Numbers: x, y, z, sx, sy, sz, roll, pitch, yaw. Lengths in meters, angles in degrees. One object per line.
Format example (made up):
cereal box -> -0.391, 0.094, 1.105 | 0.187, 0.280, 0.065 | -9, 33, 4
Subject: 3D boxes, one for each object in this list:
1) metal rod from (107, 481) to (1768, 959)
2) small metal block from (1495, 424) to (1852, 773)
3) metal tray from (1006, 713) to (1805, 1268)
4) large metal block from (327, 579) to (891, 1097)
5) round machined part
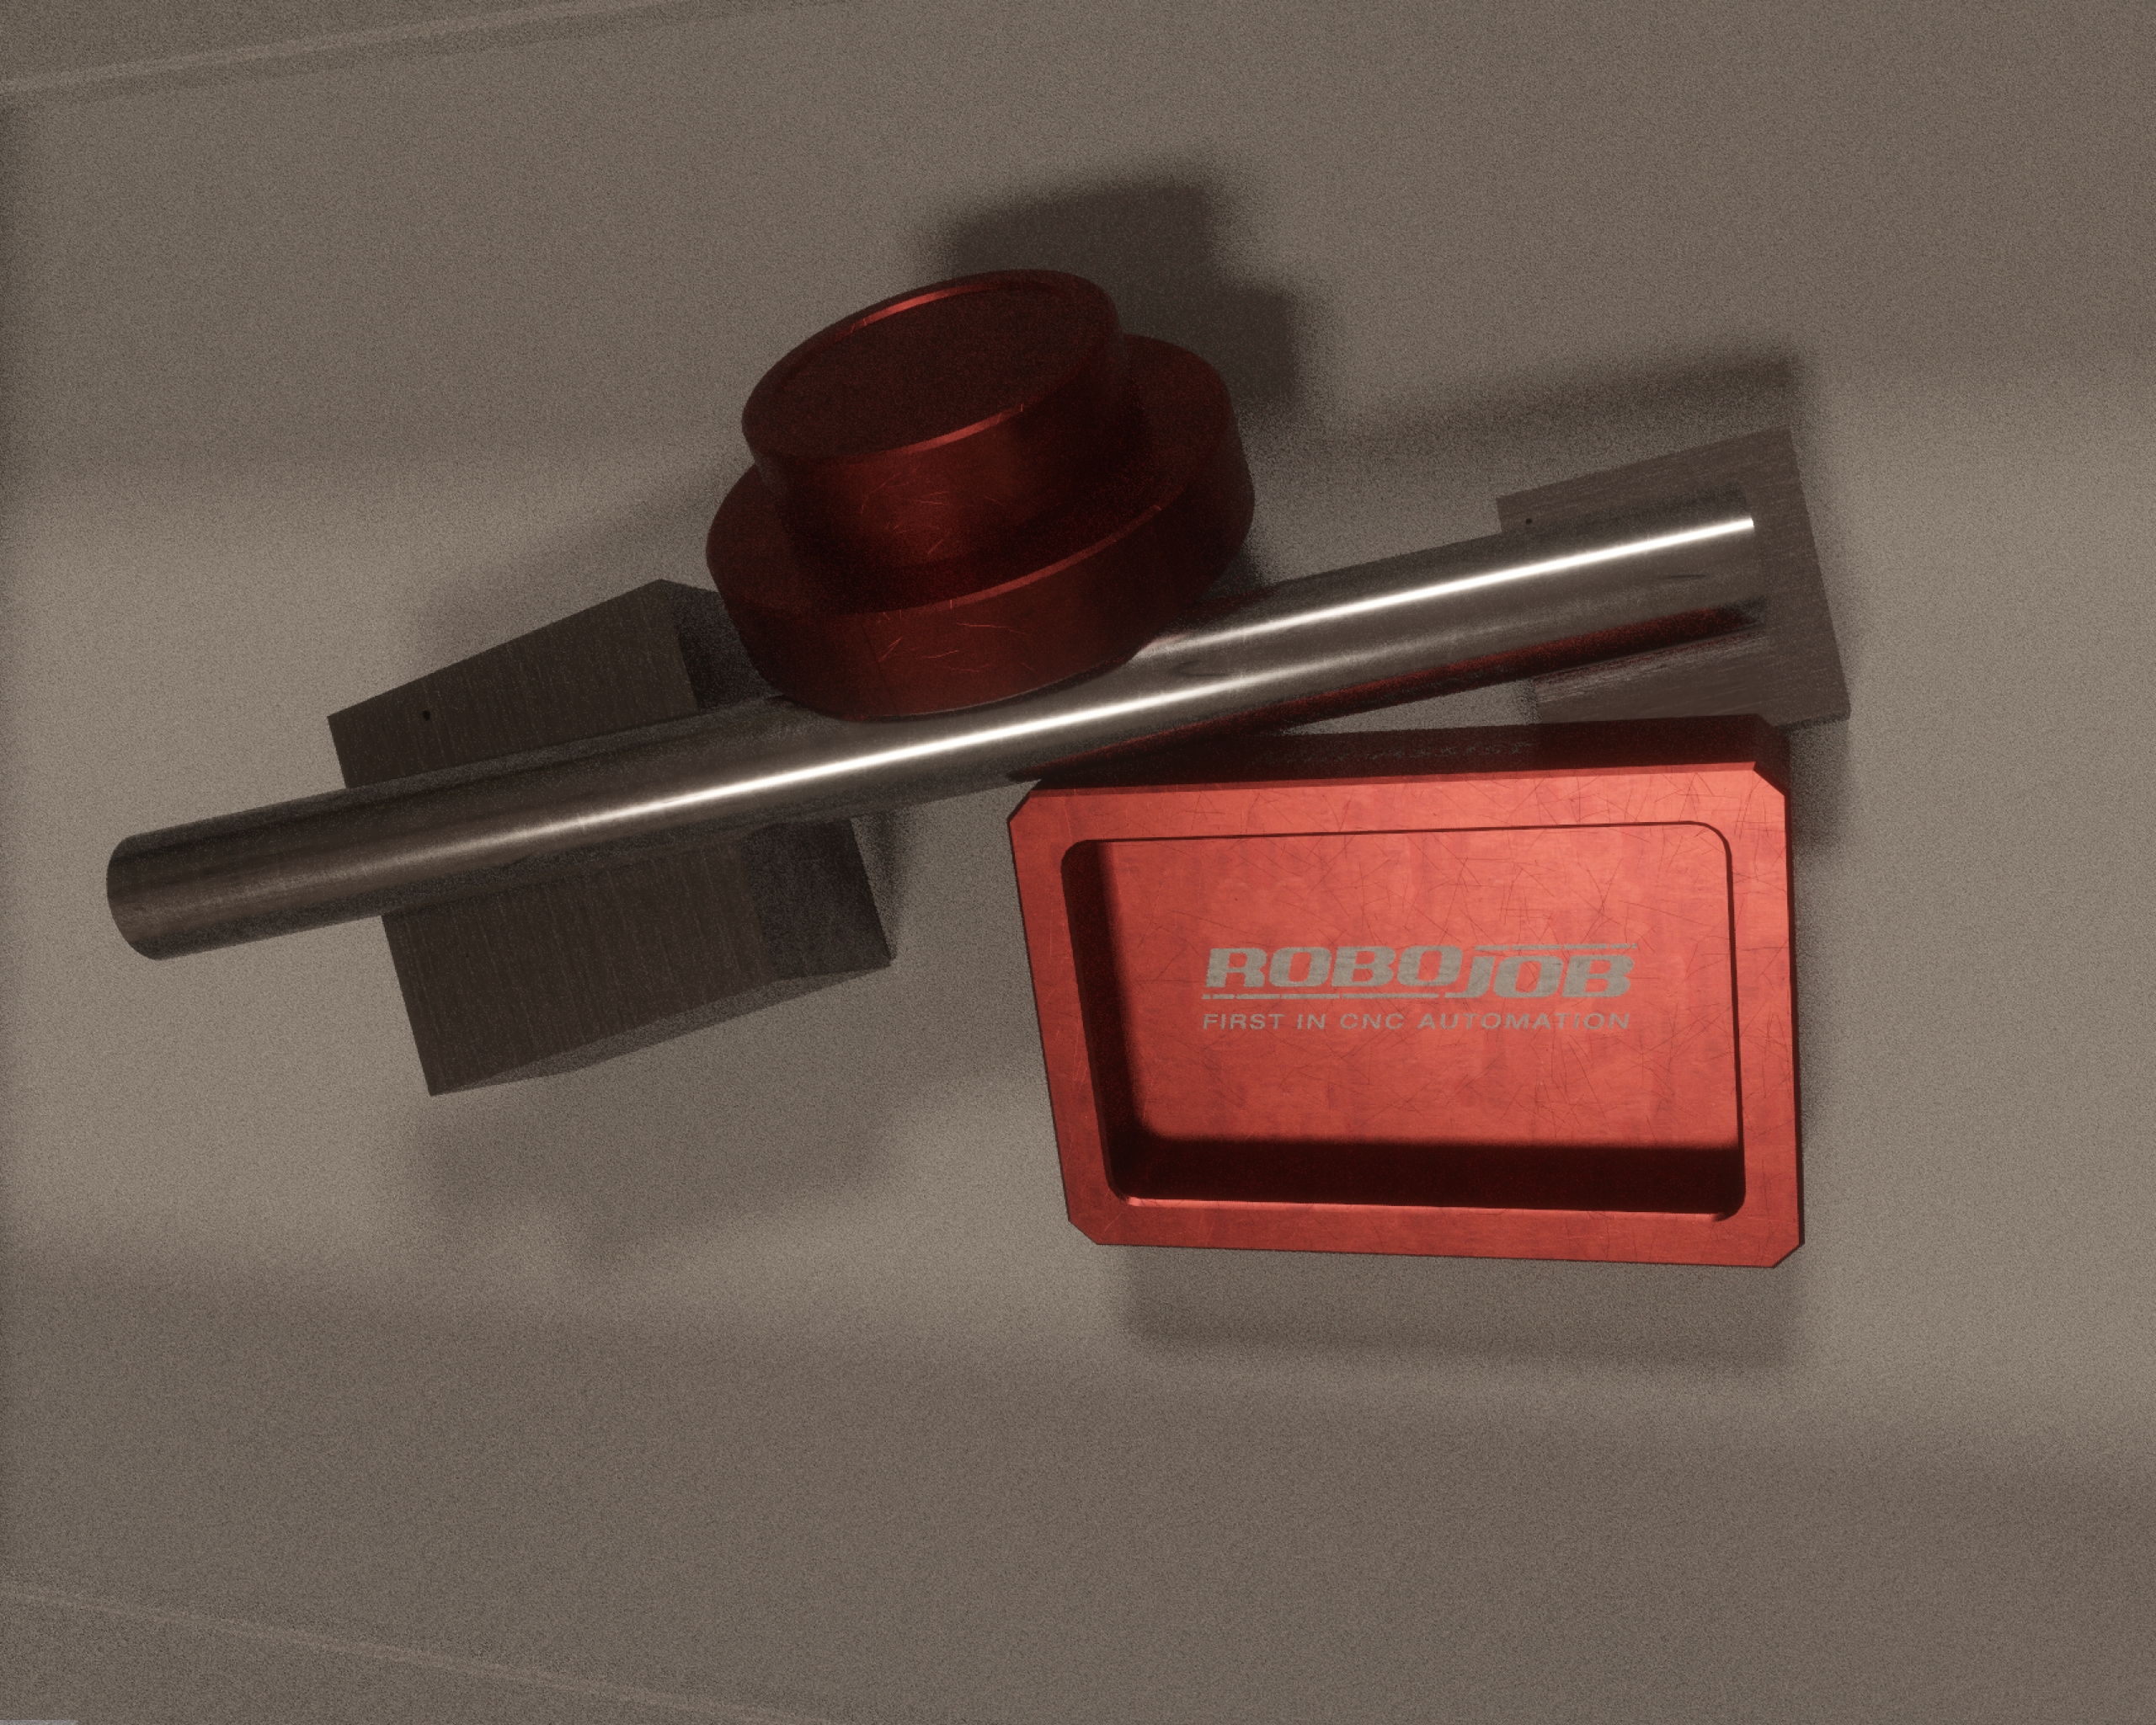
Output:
metal rod -> -0.034, -0.022, 0.372 | 0.301, 0.025, 0.025 | -11, 86, 12
small metal block -> 0.106, -0.045, 0.371 | 0.050, 0.025, 0.050 | -12, 86, 19
metal tray -> 0.059, 0.023, 0.370 | 0.130, 0.030, 0.089 | -2, 109, 19
large metal block -> -0.095, -0.004, 0.427 | 0.080, 0.050, 0.080 | -19, 84, 18
round machined part -> -0.021, -0.072, 0.374 | 0.098, 0.098, 0.042 | -5, 129, 19
